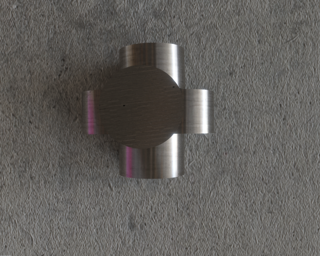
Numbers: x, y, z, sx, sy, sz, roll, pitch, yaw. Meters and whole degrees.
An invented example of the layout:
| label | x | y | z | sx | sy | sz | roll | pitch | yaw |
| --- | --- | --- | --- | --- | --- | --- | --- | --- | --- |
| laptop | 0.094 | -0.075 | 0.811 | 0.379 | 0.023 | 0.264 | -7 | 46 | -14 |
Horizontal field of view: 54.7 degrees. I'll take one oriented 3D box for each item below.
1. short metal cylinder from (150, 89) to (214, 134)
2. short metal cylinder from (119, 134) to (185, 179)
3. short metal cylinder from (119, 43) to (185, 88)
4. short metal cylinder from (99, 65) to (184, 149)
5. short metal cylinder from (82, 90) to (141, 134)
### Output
| label | x | y | z | sx | sy | sz | roll | pitch | yaw |
| --- | --- | --- | --- | --- | --- | --- | --- | --- | --- |
| short metal cylinder | 0.026 | -0.019 | 0.384 | 0.081 | 0.080 | 0.050 | 0 | 90 | -1 |
| short metal cylinder | -0.010 | 0.031 | 0.383 | 0.081 | 0.080 | 0.050 | 0 | 90 | -1 |
| short metal cylinder | -0.009 | -0.070 | 0.383 | 0.081 | 0.080 | 0.050 | -2 | 90 | -1 |
| short metal cylinder | -0.018 | -0.020 | 0.318 | 0.081 | 0.050 | 0.079 | 0 | 90 | -1 |
| short metal cylinder | -0.055 | -0.018 | 0.383 | 0.081 | 0.080 | 0.050 | -1 | 90 | -1 |
